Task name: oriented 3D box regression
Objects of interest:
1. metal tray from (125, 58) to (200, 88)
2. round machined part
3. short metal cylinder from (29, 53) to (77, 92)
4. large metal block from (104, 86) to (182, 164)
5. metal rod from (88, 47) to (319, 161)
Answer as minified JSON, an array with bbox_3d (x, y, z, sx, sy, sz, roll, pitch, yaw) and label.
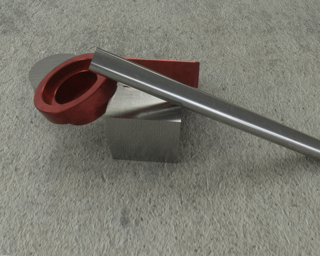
[{"bbox_3d":[0.003,-0.074,0.414,0.091,0.030,0.130,4,11,3],"label":"metal tray"},{"bbox_3d":[-0.095,-0.042,0.370,0.098,0.042,0.098,-13,47,15],"label":"round machined part"},{"bbox_3d":[-0.136,-0.061,0.438,0.081,0.050,0.080,0,50,0],"label":"short metal cylinder"},{"bbox_3d":[-0.017,-0.003,0.370,0.080,0.080,0.050,4,50,2],"label":"large metal block"},{"bbox_3d":[0.070,-0.018,0.345,0.302,0.025,0.025,20,49,-15],"label":"metal rod"}]
